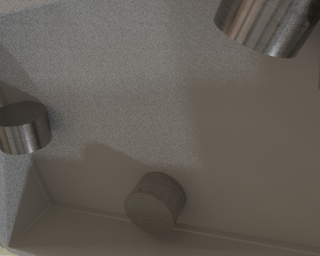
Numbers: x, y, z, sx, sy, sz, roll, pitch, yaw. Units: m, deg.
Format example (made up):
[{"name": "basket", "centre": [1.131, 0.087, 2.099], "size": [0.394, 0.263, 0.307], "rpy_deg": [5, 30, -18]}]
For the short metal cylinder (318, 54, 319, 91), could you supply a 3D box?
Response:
[{"name": "short metal cylinder", "centre": [0.172, -0.057, 0.247], "size": [0.080, 0.080, 0.050], "rpy_deg": [4, 120, 26]}]

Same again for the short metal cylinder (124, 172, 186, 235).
[{"name": "short metal cylinder", "centre": [-0.007, 0.113, 0.466], "size": [0.080, 0.050, 0.079], "rpy_deg": [13, 124, 21]}]

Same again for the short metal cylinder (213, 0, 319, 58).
[{"name": "short metal cylinder", "centre": [0.093, -0.102, 0.261], "size": [0.080, 0.080, 0.050], "rpy_deg": [29, 128, 10]}]

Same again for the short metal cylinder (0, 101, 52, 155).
[{"name": "short metal cylinder", "centre": [-0.216, -0.002, 0.486], "size": [0.080, 0.080, 0.050], "rpy_deg": [13, 124, 21]}]
